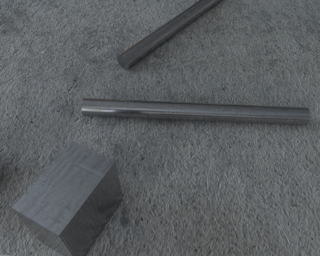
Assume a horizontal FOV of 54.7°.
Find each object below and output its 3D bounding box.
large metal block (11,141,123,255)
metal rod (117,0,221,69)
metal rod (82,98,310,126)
[{"bbox_3d":[-0.083,0.074,0.304,0.050,0.080,0.080,22,54,17],"label":"large metal block"},{"bbox_3d":[0.036,-0.193,0.565,0.025,0.025,0.301,32,56,23],"label":"metal rod"},{"bbox_3d":[0.047,-0.022,0.422,0.302,0.025,0.025,2,50,1],"label":"metal rod"}]
